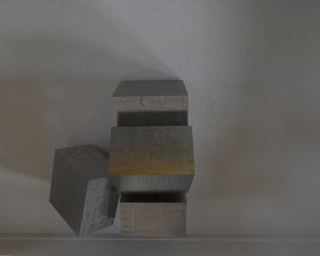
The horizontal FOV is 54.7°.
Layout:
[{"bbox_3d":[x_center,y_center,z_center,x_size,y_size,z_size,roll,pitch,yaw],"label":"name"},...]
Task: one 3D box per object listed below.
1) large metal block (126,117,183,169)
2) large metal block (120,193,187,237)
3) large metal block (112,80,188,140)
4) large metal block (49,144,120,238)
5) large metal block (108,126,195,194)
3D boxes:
[{"bbox_3d":[-0.010,0.031,0.409,0.081,0.050,0.079,-1,110,0],"label":"large metal block"},{"bbox_3d":[-0.008,0.099,0.416,0.081,0.080,0.050,0,110,-1],"label":"large metal block"},{"bbox_3d":[-0.010,-0.024,0.370,0.081,0.080,0.050,-1,110,0],"label":"large metal block"},{"bbox_3d":[-0.097,0.077,0.399,0.050,0.080,0.079,-7,119,-44],"label":"large metal block"},{"bbox_3d":[-0.008,0.037,0.334,0.081,0.080,0.050,-1,65,0],"label":"large metal block"}]
